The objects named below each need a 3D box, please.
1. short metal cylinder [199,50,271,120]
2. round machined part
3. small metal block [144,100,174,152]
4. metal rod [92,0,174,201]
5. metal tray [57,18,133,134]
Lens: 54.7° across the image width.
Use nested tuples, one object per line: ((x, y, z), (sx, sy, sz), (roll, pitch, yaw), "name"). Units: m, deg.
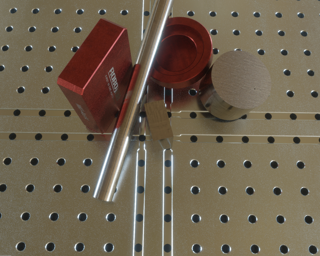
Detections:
((0.098, -0.055, 0.412), (0.081, 0.050, 0.080), (3, 74, -11), "short metal cylinder")
((0.025, -0.100, 0.432), (0.098, 0.042, 0.098), (-3, 75, 12), "round machined part")
((-0.002, -0.002, 0.399), (0.025, 0.050, 0.050), (-13, 71, -5), "small metal block")
((-0.028, -0.056, 0.398), (0.025, 0.025, 0.299), (16, 83, 5), "metal rod")
((-0.069, -0.055, 0.375), (0.030, 0.130, 0.090), (26, 72, 9), "metal tray")
